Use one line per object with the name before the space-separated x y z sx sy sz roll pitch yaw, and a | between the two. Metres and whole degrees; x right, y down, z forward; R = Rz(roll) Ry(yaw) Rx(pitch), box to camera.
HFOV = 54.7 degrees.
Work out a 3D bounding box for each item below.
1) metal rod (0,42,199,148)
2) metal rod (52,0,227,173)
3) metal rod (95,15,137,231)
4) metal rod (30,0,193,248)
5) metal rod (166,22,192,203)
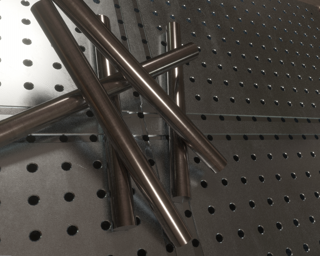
metal rod | -0.069 -0.045 0.369 0.302 0.025 0.025 -29 78 -28
metal rod | -0.021 -0.055 0.367 0.300 0.025 0.025 47 49 -16
metal rod | -0.062 -0.026 0.392 0.025 0.025 0.299 4 60 -27
metal rod | -0.050 -0.002 0.339 0.025 0.025 0.299 -33 94 -38
metal rod | 0.024 -0.043 0.448 0.025 0.025 0.299 13 56 -22
